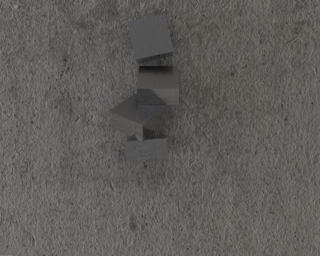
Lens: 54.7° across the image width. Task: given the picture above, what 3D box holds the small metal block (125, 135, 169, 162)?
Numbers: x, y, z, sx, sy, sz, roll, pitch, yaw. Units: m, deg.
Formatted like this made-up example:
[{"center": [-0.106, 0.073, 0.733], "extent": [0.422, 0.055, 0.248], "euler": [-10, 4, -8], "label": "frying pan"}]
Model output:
[{"center": [-0.016, 0.025, 0.397], "extent": [0.050, 0.050, 0.025], "euler": [-5, 94, 0], "label": "small metal block"}]

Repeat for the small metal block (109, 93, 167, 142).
[{"center": [-0.027, -0.014, 0.387], "extent": [0.050, 0.050, 0.025], "euler": [23, 133, 26], "label": "small metal block"}]

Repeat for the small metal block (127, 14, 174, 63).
[{"center": [-0.012, -0.117, 0.410], "extent": [0.050, 0.025, 0.050], "euler": [-13, 90, 0], "label": "small metal block"}]

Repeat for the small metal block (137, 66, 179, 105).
[{"center": [-0.002, -0.055, 0.395], "extent": [0.050, 0.050, 0.025], "euler": [0, 133, 0], "label": "small metal block"}]
